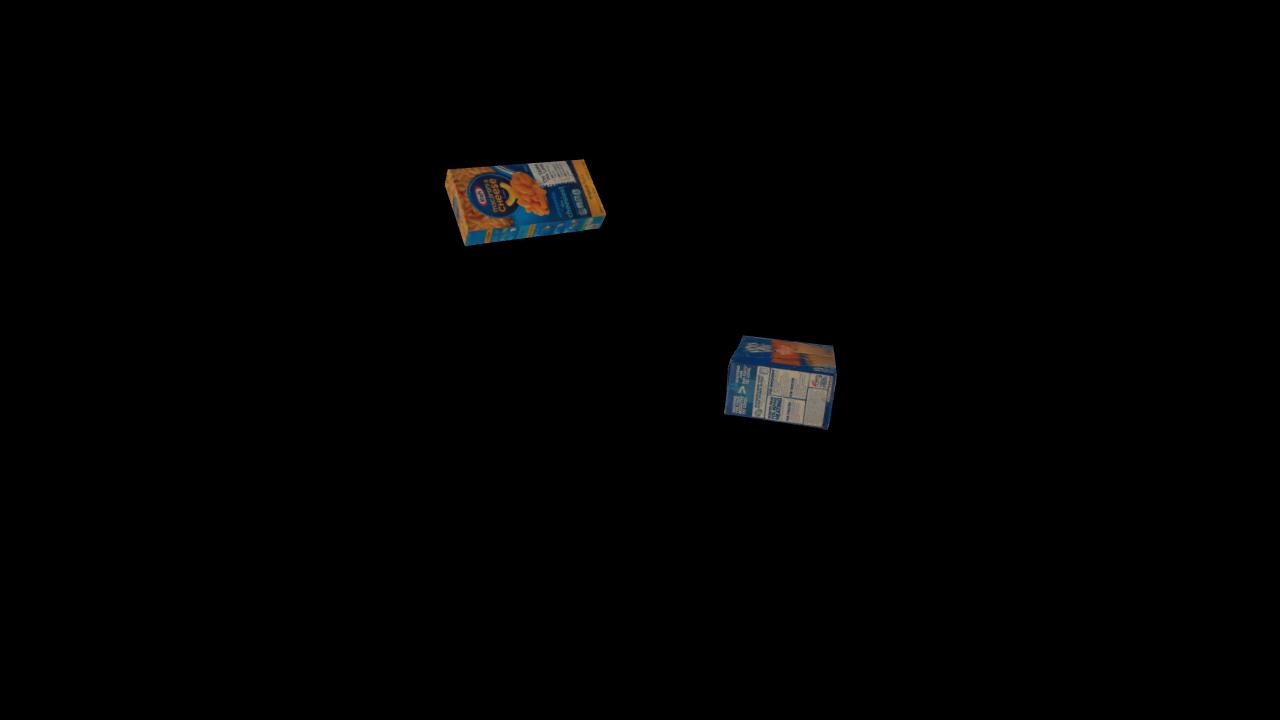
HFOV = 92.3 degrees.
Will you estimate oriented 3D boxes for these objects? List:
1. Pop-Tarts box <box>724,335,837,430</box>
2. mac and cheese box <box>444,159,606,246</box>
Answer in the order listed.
[{"bbox_3d":[0.206,0.026,0.890,0.141,0.083,0.167,7,16,14],"label":"Pop-Tarts box"},{"bbox_3d":[-0.145,-0.205,0.791,0.184,0.093,0.041,-14,-15,-26],"label":"mac and cheese box"}]
